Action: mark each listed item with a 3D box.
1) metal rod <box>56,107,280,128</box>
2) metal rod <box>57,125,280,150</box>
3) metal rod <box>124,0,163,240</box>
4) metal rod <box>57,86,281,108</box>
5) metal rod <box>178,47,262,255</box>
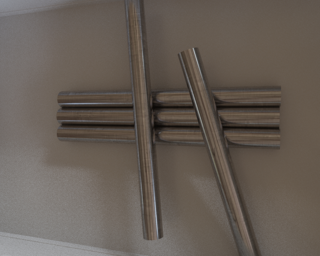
[{"bbox_3d":[-0.003,-0.015,0.409,0.301,0.025,0.025,1,91,19],"label":"metal rod"},{"bbox_3d":[-0.003,0.010,0.409,0.301,0.025,0.025,1,91,19],"label":"metal rod"},{"bbox_3d":[-0.021,-0.013,0.389,0.025,0.025,0.298,-5,88,19],"label":"metal rod"},{"bbox_3d":[-0.002,-0.040,0.409,0.301,0.025,0.025,1,91,19],"label":"metal rod"},{"bbox_3d":[0.076,0.054,0.360,0.025,0.025,0.298,-17,91,19],"label":"metal rod"}]
